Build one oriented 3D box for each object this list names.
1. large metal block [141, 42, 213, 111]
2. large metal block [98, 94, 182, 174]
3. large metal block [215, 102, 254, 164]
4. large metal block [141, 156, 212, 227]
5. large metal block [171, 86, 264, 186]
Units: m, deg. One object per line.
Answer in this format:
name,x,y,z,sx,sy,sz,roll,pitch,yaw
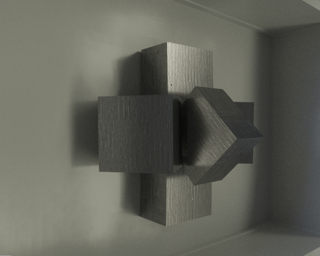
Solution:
large metal block,0.024,-0.062,0.405,0.081,0.050,0.079,-2,92,-40
large metal block,-0.020,0.006,0.342,0.050,0.080,0.079,-6,96,-76
large metal block,0.095,0.006,0.439,0.050,0.080,0.080,1,90,-1
large metal block,0.022,0.076,0.408,0.081,0.050,0.080,1,90,-40
large metal block,0.058,0.009,0.366,0.050,0.080,0.080,-1,47,-41
